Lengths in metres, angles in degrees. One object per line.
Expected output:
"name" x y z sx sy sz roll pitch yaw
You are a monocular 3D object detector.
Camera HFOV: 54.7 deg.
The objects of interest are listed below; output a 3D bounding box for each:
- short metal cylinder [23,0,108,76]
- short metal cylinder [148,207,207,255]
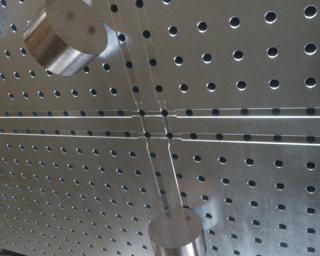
"short metal cylinder" -0.109 -0.109 0.364 0.050 0.080 0.080 -28 103 37
"short metal cylinder" 0.027 0.165 0.462 0.080 0.080 0.050 3 120 26
